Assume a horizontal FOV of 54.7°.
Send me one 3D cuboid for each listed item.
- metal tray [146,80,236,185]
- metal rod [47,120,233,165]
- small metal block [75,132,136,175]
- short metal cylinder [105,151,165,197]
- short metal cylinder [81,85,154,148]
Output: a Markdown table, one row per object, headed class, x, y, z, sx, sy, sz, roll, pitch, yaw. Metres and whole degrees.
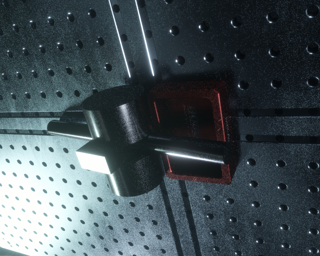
| class | x | y | z | sx | sy | sz | roll | pitch | yaw |
| --- | --- | --- | --- | --- | --- | --- | --- | --- | --- |
| metal tray | 0.042 | 0.007 | 0.390 | 0.090 | 0.030 | 0.129 | 1 | 119 | 27 |
| metal rod | -0.050 | 0.013 | 0.416 | 0.300 | 0.025 | 0.025 | 7 | 122 | 35 |
| small metal block | -0.067 | 0.030 | 0.387 | 0.050 | 0.050 | 0.025 | 6 | 121 | 35 |
| short metal cylinder | -0.038 | 0.049 | 0.425 | 0.080 | 0.080 | 0.050 | 2 | 119 | 27 |
| short metal cylinder | -0.053 | -0.017 | 0.391 | 0.080 | 0.080 | 0.050 | 1 | 119 | 28 |
